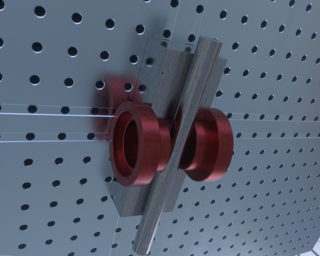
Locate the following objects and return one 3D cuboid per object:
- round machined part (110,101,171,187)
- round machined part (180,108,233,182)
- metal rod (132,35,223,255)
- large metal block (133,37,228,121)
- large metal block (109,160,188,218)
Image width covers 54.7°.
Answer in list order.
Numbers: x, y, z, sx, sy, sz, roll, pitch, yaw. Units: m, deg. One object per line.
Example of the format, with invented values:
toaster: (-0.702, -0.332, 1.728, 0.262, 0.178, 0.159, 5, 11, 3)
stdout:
round machined part: (-0.022, 0.018, 0.362, 0.042, 0.098, 0.097, 2, 118, -29)
round machined part: (0.048, 0.021, 0.402, 0.042, 0.098, 0.097, 4, 117, -25)
metal rod: (0.013, 0.039, 0.378, 0.025, 0.025, 0.298, 3, 117, -30)
large metal block: (0.022, -0.057, 0.371, 0.081, 0.050, 0.079, 2, 118, -30)
large metal block: (-0.017, 0.072, 0.430, 0.081, 0.050, 0.079, 3, 117, -30)
